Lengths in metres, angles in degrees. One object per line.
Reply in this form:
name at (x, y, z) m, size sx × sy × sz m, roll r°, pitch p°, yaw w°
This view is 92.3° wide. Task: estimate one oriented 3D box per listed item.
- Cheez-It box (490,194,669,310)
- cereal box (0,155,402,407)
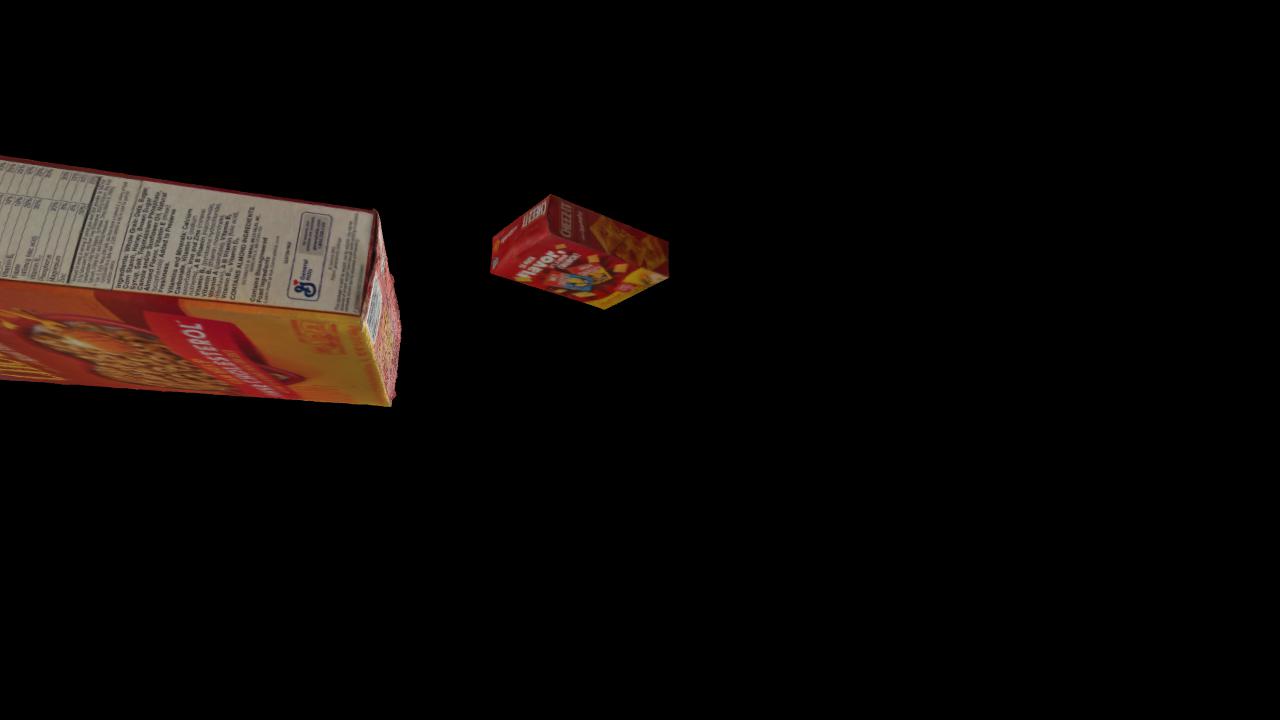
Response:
Cheez-It box at (-0.090, -0.154, 0.932) m, size 0.223 × 0.071 × 0.166 m, roll 13°, pitch -22°, yaw -39°
cereal box at (-0.314, -0.035, 0.373) m, size 0.306 × 0.081 × 0.203 m, roll 5°, pitch -18°, yaw -17°
